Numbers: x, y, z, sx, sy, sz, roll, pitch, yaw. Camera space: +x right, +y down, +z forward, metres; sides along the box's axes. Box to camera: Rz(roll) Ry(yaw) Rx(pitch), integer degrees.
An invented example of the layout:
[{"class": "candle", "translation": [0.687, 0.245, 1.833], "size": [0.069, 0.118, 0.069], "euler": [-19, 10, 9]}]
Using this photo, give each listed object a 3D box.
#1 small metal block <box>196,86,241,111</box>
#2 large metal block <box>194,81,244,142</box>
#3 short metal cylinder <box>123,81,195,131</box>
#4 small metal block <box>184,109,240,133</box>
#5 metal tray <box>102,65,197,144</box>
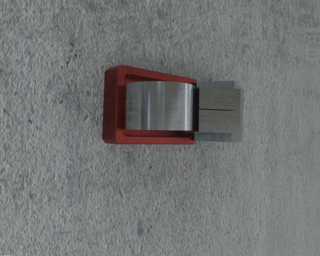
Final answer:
[{"class": "small metal block", "translation": [0.062, -0.032, 0.374], "size": [0.050, 0.050, 0.025], "euler": [2, 88, -14]}, {"class": "large metal block", "translation": [0.087, -0.020, 0.444], "size": [0.080, 0.050, 0.080], "euler": [7, 86, -66]}, {"class": "short metal cylinder", "translation": [-0.001, -0.022, 0.353], "size": [0.081, 0.080, 0.050], "euler": [1, 90, -40]}, {"class": "small metal block", "translation": [0.062, -0.007, 0.373], "size": [0.050, 0.050, 0.025], "euler": [2, 88, -14]}, {"class": "metal tray", "translation": [-0.008, -0.024, 0.396], "size": [0.131, 0.030, 0.089], "euler": [3, 88, -40]}]
